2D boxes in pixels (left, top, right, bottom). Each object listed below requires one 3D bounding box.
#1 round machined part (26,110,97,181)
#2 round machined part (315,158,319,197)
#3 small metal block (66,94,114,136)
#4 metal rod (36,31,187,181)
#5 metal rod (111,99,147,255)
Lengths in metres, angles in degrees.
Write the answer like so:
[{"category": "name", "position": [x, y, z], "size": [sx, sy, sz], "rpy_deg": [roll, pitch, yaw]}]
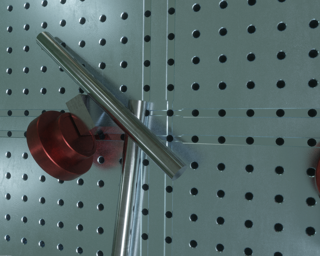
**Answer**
[{"category": "round machined part", "position": [-0.124, 0.018, 0.417], "size": [0.042, 0.098, 0.098], "rpy_deg": [-31, 80, 20]}, {"category": "round machined part", "position": [0.214, 0.056, 0.318], "size": [0.098, 0.042, 0.098], "rpy_deg": [-7, 69, 20]}, {"category": "small metal block", "position": [-0.097, -0.018, 0.434], "size": [0.025, 0.050, 0.050], "rpy_deg": [-30, 80, 17]}, {"category": "metal rod", "position": [-0.078, -0.042, 0.419], "size": [0.300, 0.025, 0.025], "rpy_deg": [43, 104, 22]}, {"category": "metal rod", "position": [-0.048, 0.110, 0.429], "size": [0.025, 0.025, 0.298], "rpy_deg": [7, 92, 20]}]
